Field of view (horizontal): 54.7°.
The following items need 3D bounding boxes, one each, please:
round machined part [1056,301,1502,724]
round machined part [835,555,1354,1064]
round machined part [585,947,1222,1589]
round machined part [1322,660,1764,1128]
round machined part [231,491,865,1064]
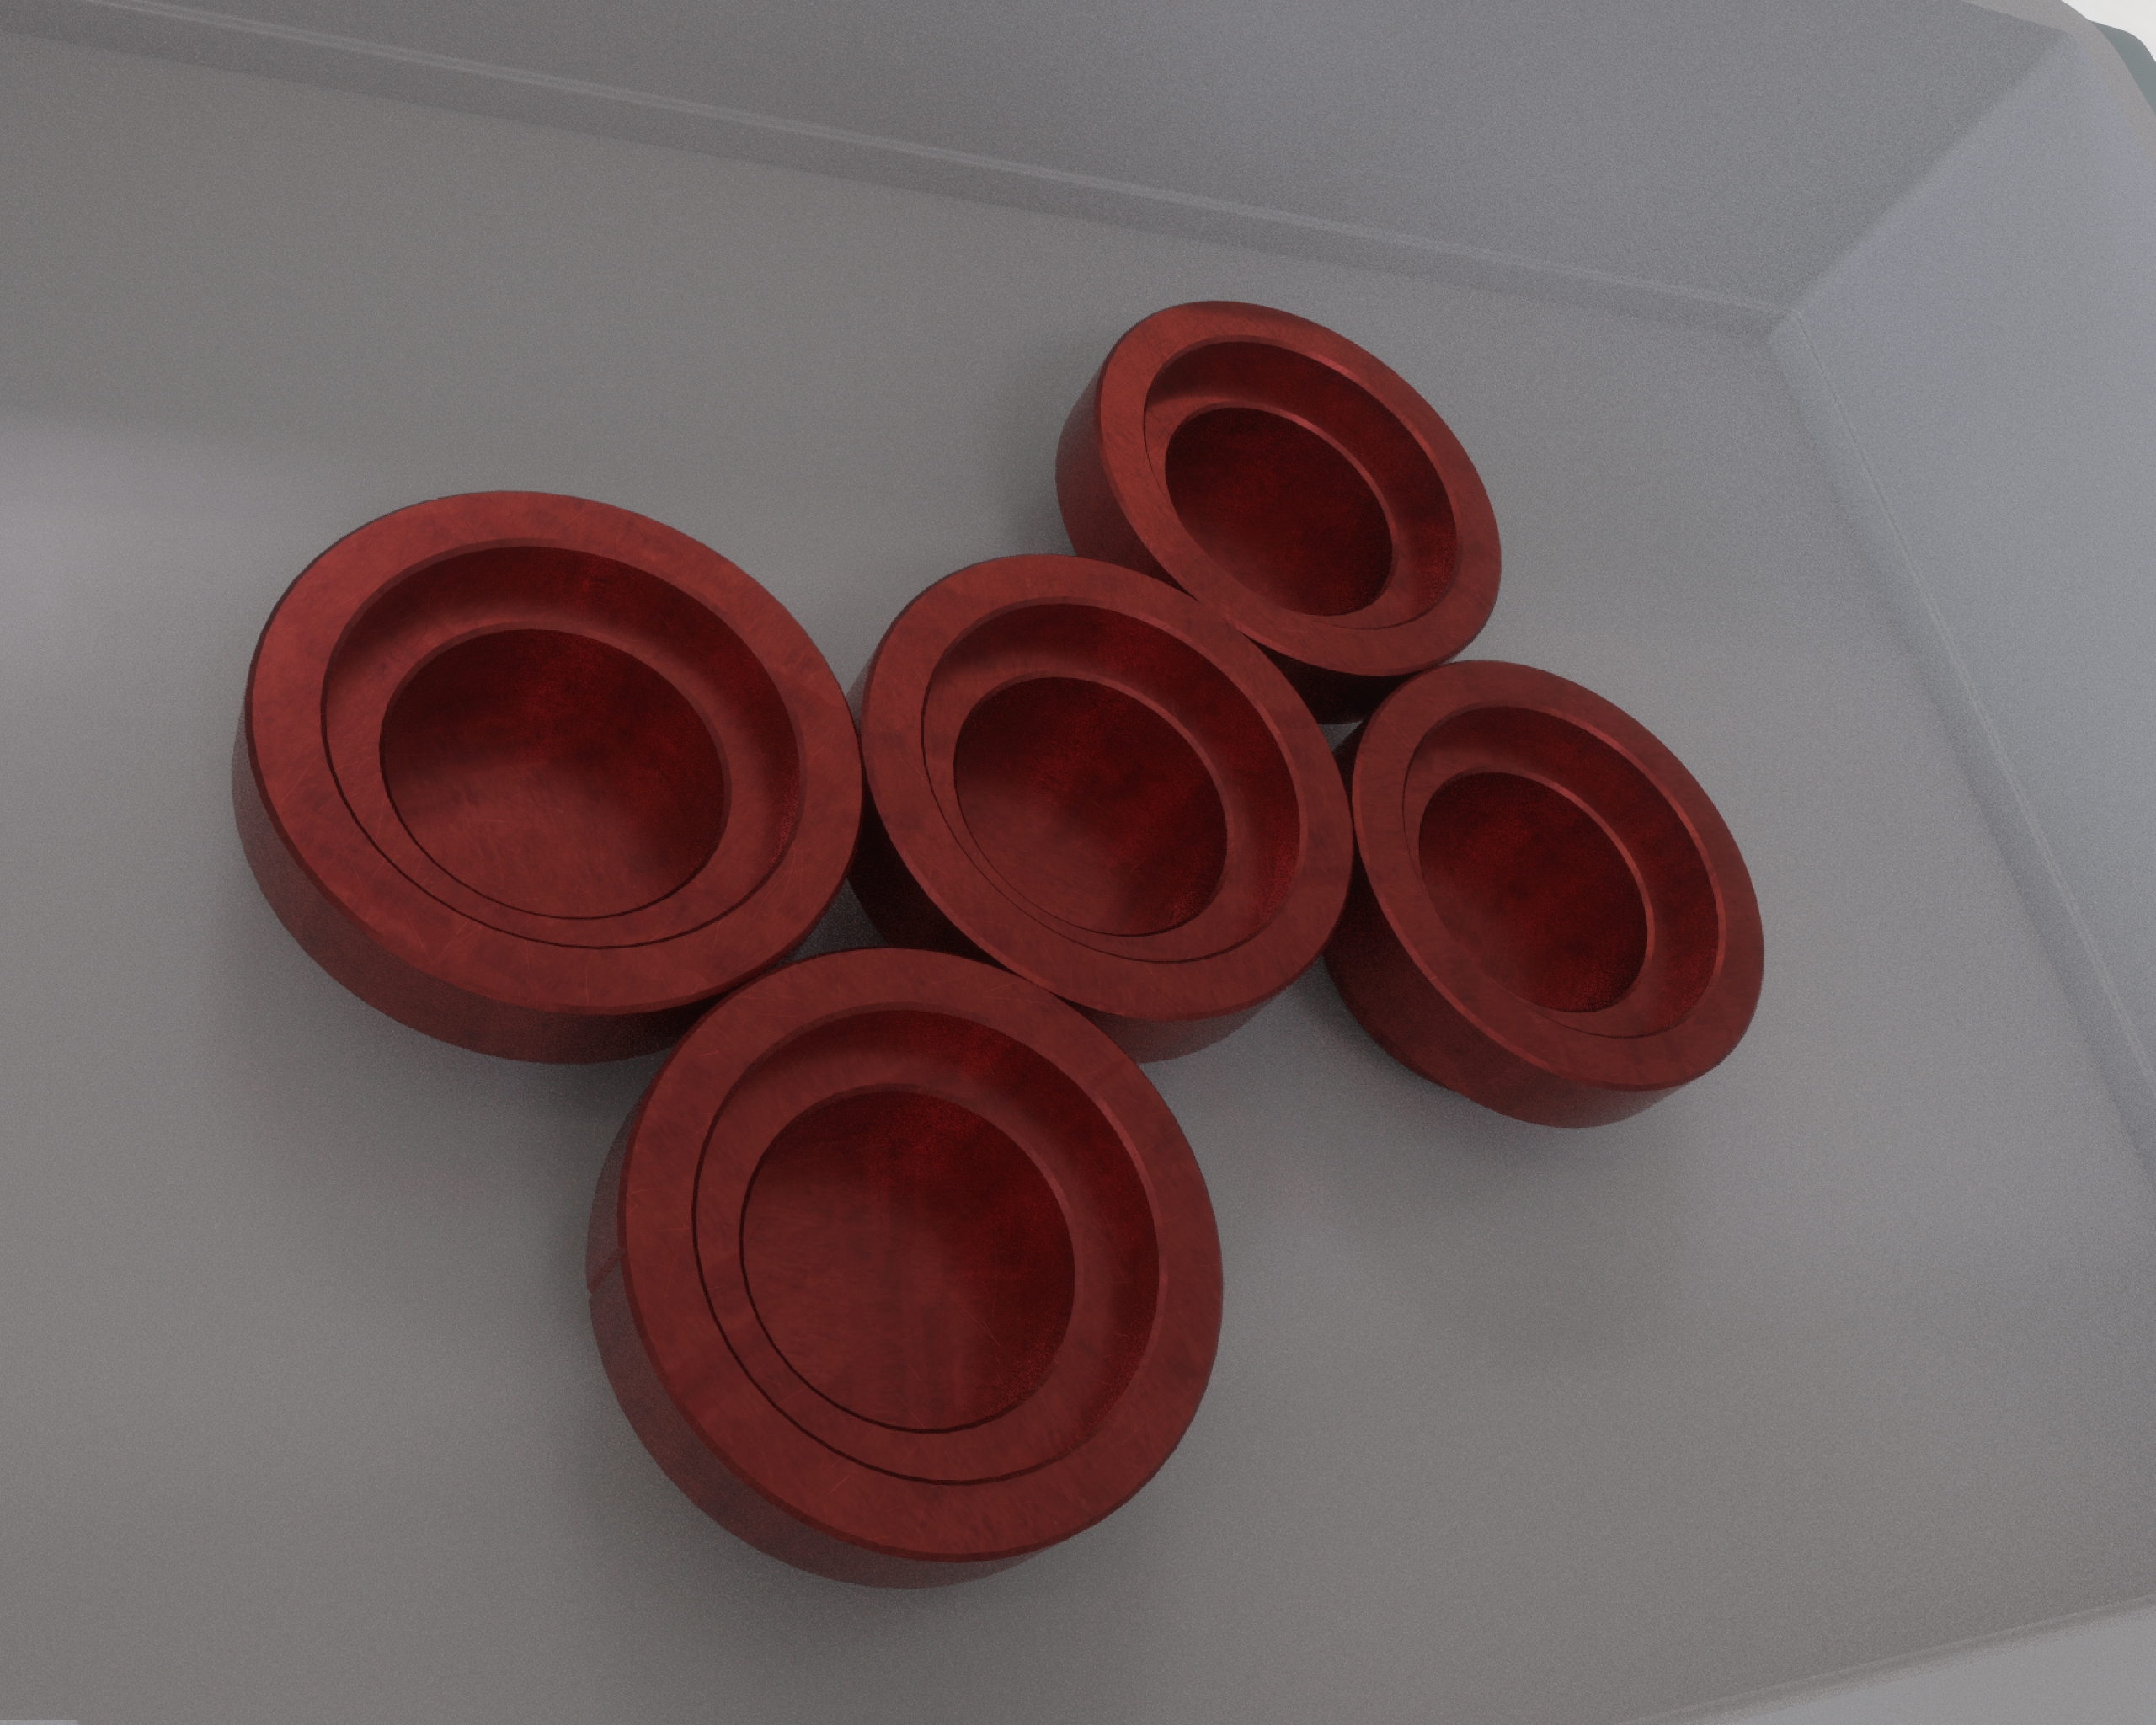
[{"bbox_3d":[0.040,-0.071,0.456,0.099,0.042,0.098,14,56,-21],"label":"round machined part"},{"bbox_3d":[-0.001,-0.006,0.394,0.099,0.042,0.098,14,56,-21],"label":"round machined part"},{"bbox_3d":[-0.030,0.066,0.334,0.099,0.042,0.098,14,56,-21],"label":"round machined part"},{"bbox_3d":[0.089,0.010,0.433,0.099,0.042,0.098,14,56,-21],"label":"round machined part"},{"bbox_3d":[-0.089,-0.011,0.350,0.099,0.042,0.098,14,56,-21],"label":"round machined part"}]
